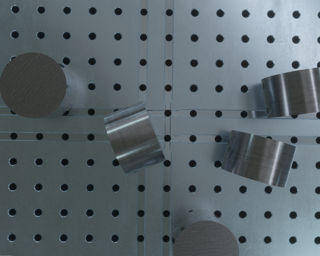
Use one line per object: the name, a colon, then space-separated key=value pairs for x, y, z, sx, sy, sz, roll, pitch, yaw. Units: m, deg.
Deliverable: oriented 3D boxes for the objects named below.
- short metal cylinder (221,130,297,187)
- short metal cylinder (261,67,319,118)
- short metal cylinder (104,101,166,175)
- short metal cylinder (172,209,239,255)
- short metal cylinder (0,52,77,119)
short metal cylinder: x=0.122 y=0.037 z=0.388 sx=0.080 sy=0.080 sz=0.050 roll=15 pitch=90 yaw=-1
short metal cylinder: x=0.172 y=-0.043 z=0.388 sx=0.081 sy=0.080 sz=0.050 roll=-8 pitch=90 yaw=0
short metal cylinder: x=-0.030 y=0.012 z=0.386 sx=0.050 sy=0.080 sz=0.080 roll=-21 pitch=90 yaw=0
short metal cylinder: x=0.056 y=0.152 z=0.402 sx=0.081 sy=0.050 sz=0.079 roll=0 pitch=90 yaw=-1
short metal cylinder: x=-0.153 y=-0.052 z=0.399 sx=0.081 sy=0.050 sz=0.079 roll=0 pitch=90 yaw=-1
